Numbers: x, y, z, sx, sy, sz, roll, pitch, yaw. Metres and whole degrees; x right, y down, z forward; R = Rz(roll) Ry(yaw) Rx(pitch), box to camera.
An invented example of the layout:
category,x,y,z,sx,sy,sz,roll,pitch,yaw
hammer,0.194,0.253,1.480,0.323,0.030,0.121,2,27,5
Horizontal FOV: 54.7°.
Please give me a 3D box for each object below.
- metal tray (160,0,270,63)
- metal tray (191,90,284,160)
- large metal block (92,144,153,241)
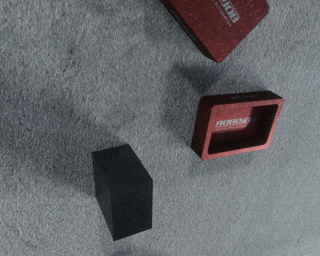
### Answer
category,x,y,z,sx,sy,sz,roll,pitch,yaw
metal tray,0.057,-0.147,0.344,0.090,0.030,0.130,-47,129,4
metal tray,0.115,-0.006,0.462,0.131,0.030,0.089,-7,122,-25
large metal block,-0.049,0.079,0.394,0.050,0.080,0.079,-12,124,-22
